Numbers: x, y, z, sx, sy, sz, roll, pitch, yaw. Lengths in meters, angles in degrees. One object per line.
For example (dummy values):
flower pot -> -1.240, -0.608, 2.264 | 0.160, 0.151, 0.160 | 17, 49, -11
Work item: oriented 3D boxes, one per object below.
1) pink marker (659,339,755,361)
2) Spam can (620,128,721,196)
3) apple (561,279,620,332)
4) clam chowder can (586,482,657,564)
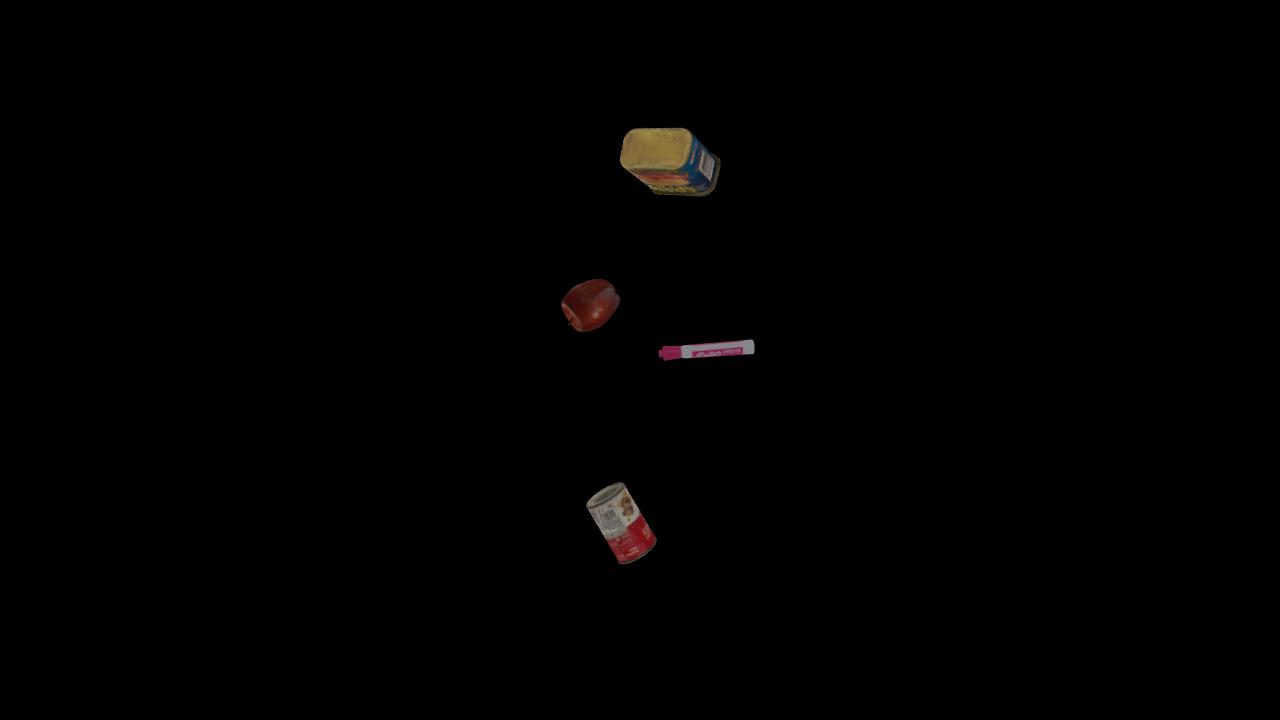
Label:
pink marker -> 0.084, -0.013, 0.781 | 0.121, 0.020, 0.020 | -4, 0, -1
Spam can -> 0.038, -0.250, 0.776 | 0.101, 0.058, 0.085 | 11, -2, 30
apple -> -0.079, -0.086, 0.978 | 0.093, 0.079, 0.079 | -37, 9, -12
clam chowder can -> -0.029, 0.245, 0.929 | 0.068, 0.102, 0.068 | -30, 5, 3
